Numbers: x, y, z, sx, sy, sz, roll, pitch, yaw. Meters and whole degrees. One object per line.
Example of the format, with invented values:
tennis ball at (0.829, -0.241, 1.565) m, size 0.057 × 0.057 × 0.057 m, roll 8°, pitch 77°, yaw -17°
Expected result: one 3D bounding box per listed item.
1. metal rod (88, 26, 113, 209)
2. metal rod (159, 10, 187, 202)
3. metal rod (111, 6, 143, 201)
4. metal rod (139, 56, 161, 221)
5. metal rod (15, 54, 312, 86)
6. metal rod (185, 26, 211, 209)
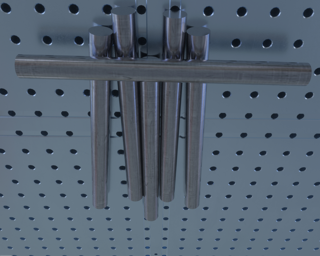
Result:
metal rod at (-0.081, 0.011, 0.419) m, size 0.025 × 0.025 × 0.298 m, roll 5°, pitch 130°, yaw -5°
metal rod at (0.013, -0.002, 0.411) m, size 0.025 × 0.025 × 0.298 m, roll 0°, pitch 130°, yaw -1°
metal rod at (-0.038, -0.004, 0.408) m, size 0.025 × 0.025 × 0.298 m, roll 0°, pitch 130°, yaw 0°
metal rod at (-0.013, 0.039, 0.444) m, size 0.025 × 0.025 × 0.298 m, roll 0°, pitch 131°, yaw -1°
metal rod at (0.005, -0.061, 0.327) m, size 0.302 × 0.025 × 0.025 m, roll 1°, pitch 130°, yaw -2°
metal rod at (0.047, 0.012, 0.422) m, size 0.025 × 0.025 × 0.298 m, roll -2°, pitch 130°, yaw 1°
